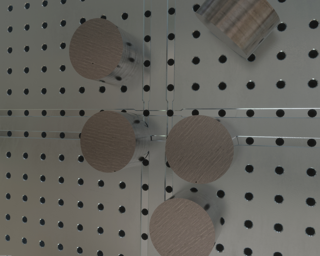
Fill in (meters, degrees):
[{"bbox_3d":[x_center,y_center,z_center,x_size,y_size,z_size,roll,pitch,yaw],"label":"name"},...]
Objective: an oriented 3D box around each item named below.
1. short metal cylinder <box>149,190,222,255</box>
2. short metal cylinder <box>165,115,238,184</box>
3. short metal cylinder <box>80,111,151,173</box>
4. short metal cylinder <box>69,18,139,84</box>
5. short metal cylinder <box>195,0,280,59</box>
[{"bbox_3d":[0.033,0.122,0.387,0.080,0.050,0.079,0,90,20],"label":"short metal cylinder"},{"bbox_3d":[0.053,0.025,0.381,0.080,0.050,0.079,0,90,20],"label":"short metal cylinder"},{"bbox_3d":[-0.059,0.017,0.420,0.080,0.050,0.079,0,90,20],"label":"short metal cylinder"},{"bbox_3d":[-0.076,-0.103,0.426,0.080,0.050,0.079,0,90,20],"label":"short metal cylinder"},{"bbox_3d":[0.087,-0.125,0.353,0.080,0.080,0.050,44,104,14],"label":"short metal cylinder"}]
